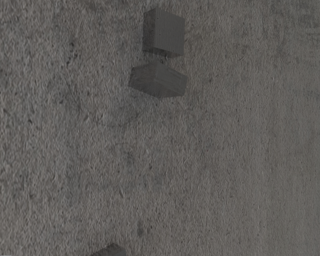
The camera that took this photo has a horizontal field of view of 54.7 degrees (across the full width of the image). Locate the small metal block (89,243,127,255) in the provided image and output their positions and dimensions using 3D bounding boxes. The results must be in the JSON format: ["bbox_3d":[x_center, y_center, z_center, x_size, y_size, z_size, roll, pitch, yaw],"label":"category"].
[{"bbox_3d":[-0.062,0.168,0.352,0.050,0.025,0.050,-16,100,-39],"label":"small metal block"}]

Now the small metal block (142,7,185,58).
[{"bbox_3d":[0.005,-0.124,0.408,0.050,0.025,0.050,4,88,-40],"label":"small metal block"}]

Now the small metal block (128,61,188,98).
[{"bbox_3d":[-0.003,-0.058,0.386,0.050,0.050,0.025,19,78,-39],"label":"small metal block"}]
